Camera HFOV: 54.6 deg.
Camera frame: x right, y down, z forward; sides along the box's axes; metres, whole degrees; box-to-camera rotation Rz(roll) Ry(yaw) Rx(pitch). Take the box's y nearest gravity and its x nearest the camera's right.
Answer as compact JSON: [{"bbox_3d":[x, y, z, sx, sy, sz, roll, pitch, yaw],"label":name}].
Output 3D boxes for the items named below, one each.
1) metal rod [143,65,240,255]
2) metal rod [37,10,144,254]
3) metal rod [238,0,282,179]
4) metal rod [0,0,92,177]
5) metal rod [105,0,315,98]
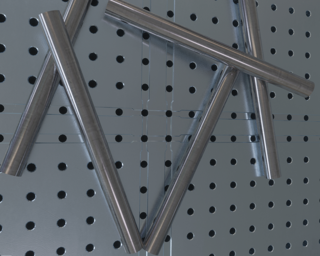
[{"bbox_3d":[0.050,0.028,0.430,0.025,0.025,0.299,28,81,-18],"label":"metal rod"},{"bbox_3d":[-0.077,0.015,0.368,0.025,0.025,0.299,-22,103,-19],"label":"metal rod"},{"bbox_3d":[0.148,-0.072,0.466,0.025,0.025,0.298,-11,94,-20],"label":"metal rod"},{"bbox_3d":[-0.120,-0.089,0.368,0.025,0.025,0.299,22,83,-19],"label":"metal rod"},{"bbox_3d":[0.074,-0.105,0.418,0.302,0.025,0.025,20,84,-11],"label":"metal rod"}]
